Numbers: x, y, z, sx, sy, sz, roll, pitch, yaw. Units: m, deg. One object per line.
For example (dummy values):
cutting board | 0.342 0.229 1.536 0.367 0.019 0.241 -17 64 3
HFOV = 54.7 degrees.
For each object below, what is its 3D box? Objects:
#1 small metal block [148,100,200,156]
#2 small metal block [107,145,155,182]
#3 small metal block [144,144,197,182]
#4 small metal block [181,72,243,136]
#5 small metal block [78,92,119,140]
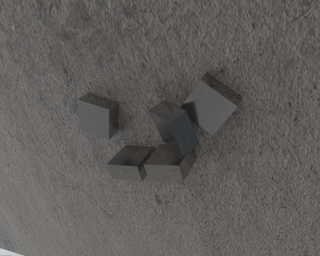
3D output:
small metal block | 0.017 -0.001 0.376 0.050 0.025 0.050 34 155 55
small metal block | -0.038 0.049 0.442 0.050 0.050 0.025 0 119 28
small metal block | 0.015 0.045 0.411 0.050 0.050 0.025 -2 118 29
small metal block | 0.058 -0.028 0.359 0.050 0.025 0.050 37 129 3
small metal block | -0.087 -0.017 0.442 0.050 0.025 0.050 18 126 17
